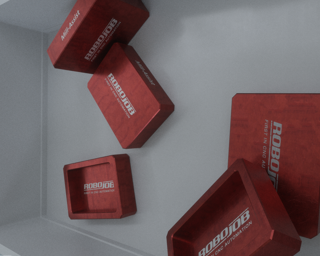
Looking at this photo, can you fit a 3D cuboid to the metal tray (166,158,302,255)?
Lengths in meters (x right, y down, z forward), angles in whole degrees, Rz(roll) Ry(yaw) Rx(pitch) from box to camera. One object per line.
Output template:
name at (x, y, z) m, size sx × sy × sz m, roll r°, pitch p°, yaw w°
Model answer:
metal tray at (0.056, 0.102, 0.285) m, size 0.129 × 0.030 × 0.090 m, roll -53°, pitch 22°, yaw 26°

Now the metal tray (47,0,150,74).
metal tray at (-0.088, -0.133, 0.436) m, size 0.129 × 0.091 × 0.030 m, roll -43°, pitch 64°, yaw 31°

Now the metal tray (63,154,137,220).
metal tray at (-0.098, 0.094, 0.484) m, size 0.130 × 0.030 × 0.090 m, roll -15°, pitch 81°, yaw 39°

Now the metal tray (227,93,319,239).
metal tray at (0.116, 0.031, 0.308) m, size 0.090 × 0.030 × 0.129 m, roll 5°, pitch 93°, yaw 40°

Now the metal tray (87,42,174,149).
metal tray at (-0.046, -0.046, 0.442) m, size 0.090 × 0.030 × 0.130 m, roll -48°, pitch 62°, yaw 29°
